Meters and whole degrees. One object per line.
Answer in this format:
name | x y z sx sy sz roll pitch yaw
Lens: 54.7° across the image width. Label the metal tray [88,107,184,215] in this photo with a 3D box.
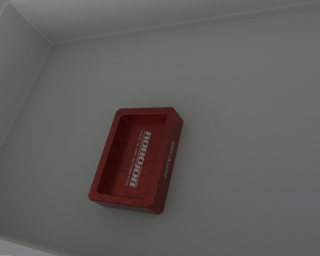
metal tray | -0.028 0.037 0.393 0.090 0.030 0.130 0 62 28
